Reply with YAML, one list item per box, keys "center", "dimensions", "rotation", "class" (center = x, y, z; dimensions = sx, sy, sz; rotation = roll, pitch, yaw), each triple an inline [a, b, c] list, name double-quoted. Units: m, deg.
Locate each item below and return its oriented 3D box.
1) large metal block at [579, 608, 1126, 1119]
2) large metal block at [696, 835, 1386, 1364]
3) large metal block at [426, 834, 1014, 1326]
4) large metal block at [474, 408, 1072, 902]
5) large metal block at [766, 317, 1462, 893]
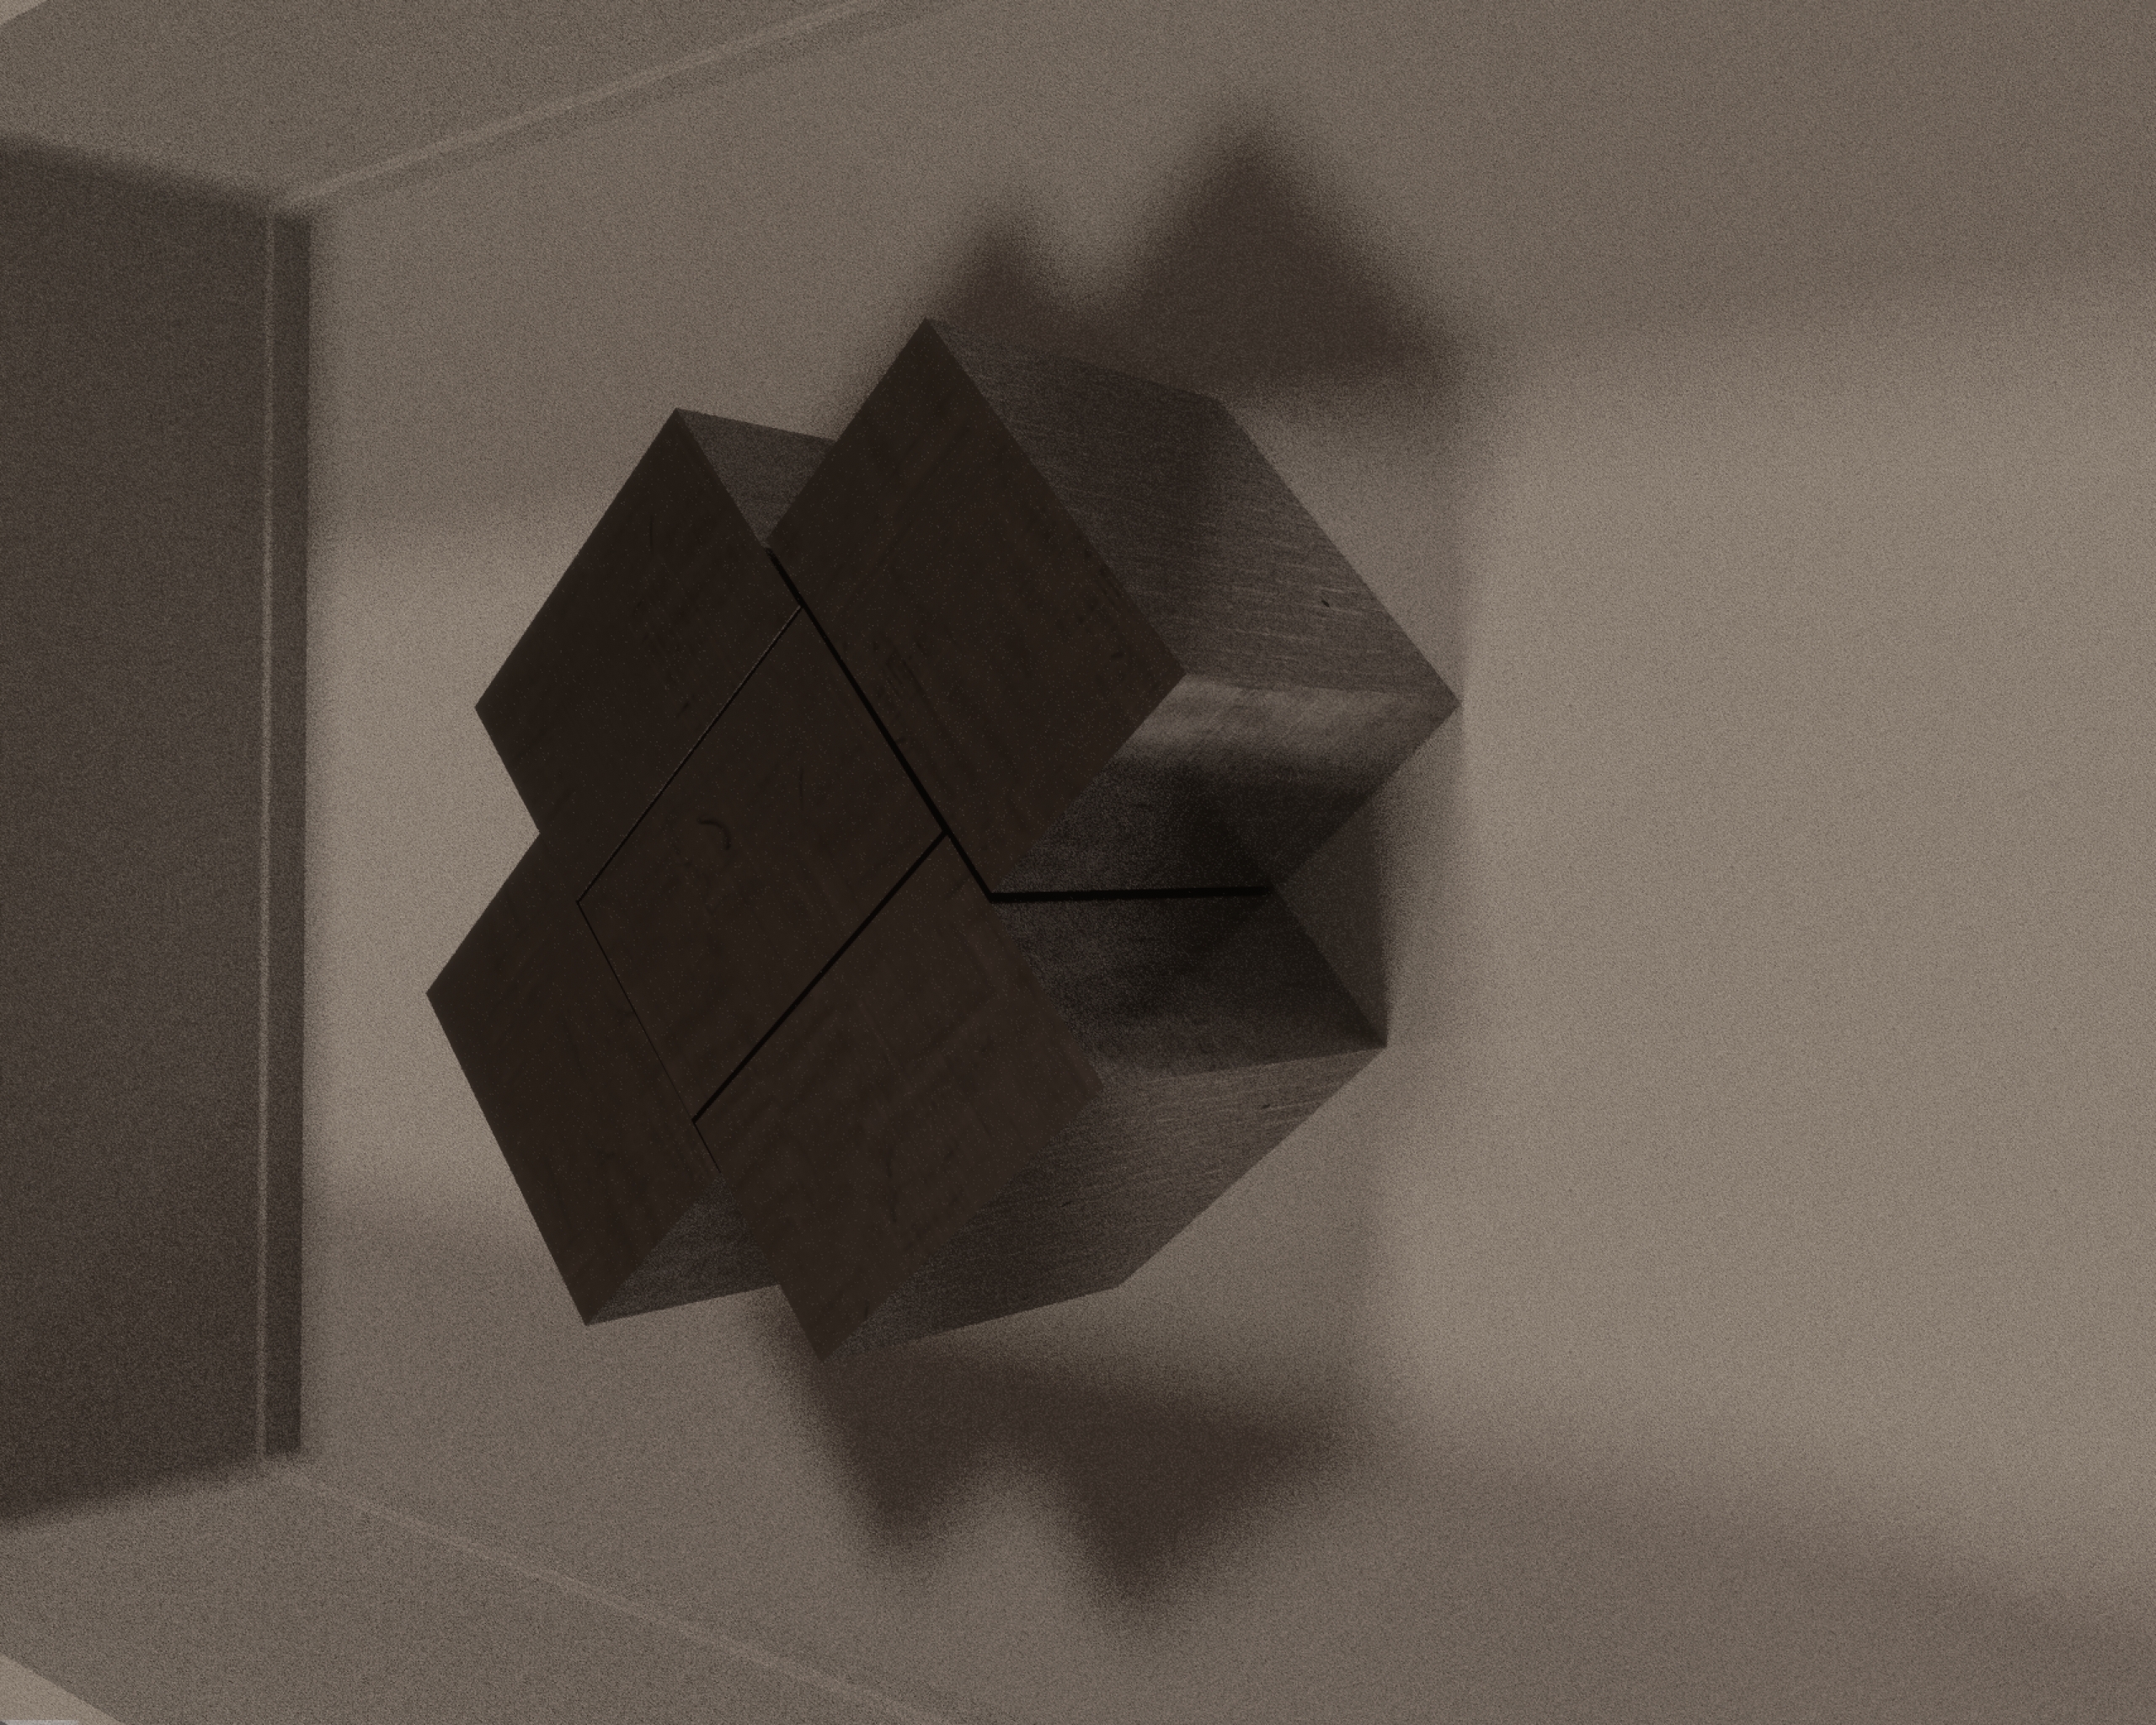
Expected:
- center: [-0.032, 0.001, 0.395]
  dimensions: [0.080, 0.081, 0.050]
  rotation: [-47, 62, 29]
  class: "large metal block"
- center: [-0.006, 0.040, 0.374]
  dimensions: [0.080, 0.081, 0.050]
  rotation: [-47, 62, 29]
  class: "large metal block"
- center: [-0.072, 0.041, 0.427]
  dimensions: [0.050, 0.081, 0.080]
  rotation: [-48, 62, 29]
  class: "large metal block"
- center: [-0.058, -0.037, 0.415]
  dimensions: [0.080, 0.081, 0.050]
  rotation: [-47, 62, 29]
  class: "large metal block"
- center: [0.007, -0.042, 0.363]
  dimensions: [0.050, 0.081, 0.080]
  rotation: [-48, 62, 29]
  class: "large metal block"
